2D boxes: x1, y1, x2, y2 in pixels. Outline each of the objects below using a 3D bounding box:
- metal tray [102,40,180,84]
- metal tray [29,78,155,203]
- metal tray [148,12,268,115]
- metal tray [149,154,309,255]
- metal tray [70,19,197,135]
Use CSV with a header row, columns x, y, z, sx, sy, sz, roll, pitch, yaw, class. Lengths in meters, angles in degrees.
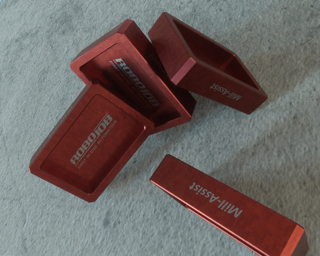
x,y,z,sx,sy,sz,roll,pitch,yaw,class
-0.022,-0.082,0.457,0.130,0.030,0.090,21,68,35,metal tray
-0.080,0.017,0.373,0.130,0.090,0.030,-51,24,8,metal tray
0.056,-0.070,0.349,0.030,0.131,0.090,-47,46,30,metal tray
0.062,0.078,0.281,0.130,0.090,0.030,26,76,36,metal tray
-0.030,-0.050,0.367,0.090,0.130,0.030,-20,33,37,metal tray
